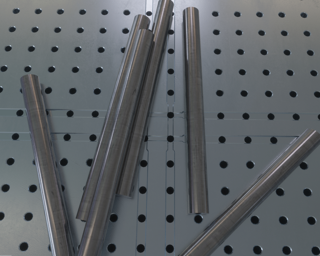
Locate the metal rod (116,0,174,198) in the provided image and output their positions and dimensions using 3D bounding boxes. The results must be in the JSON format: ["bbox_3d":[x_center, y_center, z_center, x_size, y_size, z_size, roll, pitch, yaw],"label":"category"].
[{"bbox_3d":[-0.019,-0.055,0.431,0.025,0.025,0.299,10,70,4],"label":"metal rod"}]

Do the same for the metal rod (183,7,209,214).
[{"bbox_3d":[0.047,-0.037,0.425,0.025,0.025,0.299,0,70,0],"label":"metal rod"}]

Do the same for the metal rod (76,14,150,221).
[{"bbox_3d":[-0.058,-0.027,0.421,0.025,0.025,0.299,11,70,4],"label":"metal rod"}]

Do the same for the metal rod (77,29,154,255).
[{"bbox_3d":[-0.050,0.007,0.387,0.025,0.025,0.299,11,71,4],"label":"metal rod"}]

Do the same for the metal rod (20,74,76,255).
[{"bbox_3d":[-0.138,0.066,0.387,0.025,0.025,0.299,-17,71,-6],"label":"metal rod"}]

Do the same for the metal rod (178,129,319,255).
[{"bbox_3d":[0.091,0.104,0.374,0.301,0.025,0.025,-40,75,-13],"label":"metal rod"}]
